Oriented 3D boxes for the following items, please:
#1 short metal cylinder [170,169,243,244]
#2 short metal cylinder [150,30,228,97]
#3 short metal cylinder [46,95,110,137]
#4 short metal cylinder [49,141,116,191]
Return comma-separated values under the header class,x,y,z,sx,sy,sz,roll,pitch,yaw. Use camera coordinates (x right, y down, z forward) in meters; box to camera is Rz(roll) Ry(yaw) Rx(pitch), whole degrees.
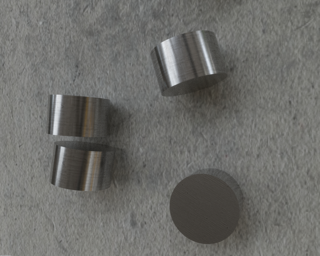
class,x,y,z,sx,sy,sz,roll,pitch,yaw
short metal cylinder,0.058,0.092,0.375,0.080,0.050,0.079,0,90,19
short metal cylinder,0.034,-0.074,0.367,0.080,0.080,0.050,-17,85,19
short metal cylinder,-0.109,-0.016,0.417,0.080,0.080,0.050,5,92,19
short metal cylinder,-0.103,0.048,0.415,0.080,0.080,0.050,9,93,19
